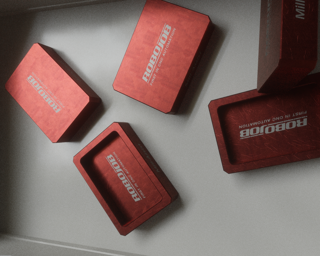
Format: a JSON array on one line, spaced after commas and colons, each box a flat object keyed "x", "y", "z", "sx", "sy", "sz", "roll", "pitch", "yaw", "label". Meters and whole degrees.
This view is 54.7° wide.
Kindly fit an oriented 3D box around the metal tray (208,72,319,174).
[{"x": 0.131, "y": -0.003, "z": 0.361, "sx": 0.130, "sy": 0.030, "sz": 0.090, "roll": -14, "pitch": 86, "yaw": 19, "label": "metal tray"}]

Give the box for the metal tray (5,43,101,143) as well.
[{"x": -0.162, "y": -0.052, "z": 0.463, "sx": 0.130, "sy": 0.030, "sz": 0.090, "roll": 45, "pitch": 103, "yaw": 14, "label": "metal tray"}]

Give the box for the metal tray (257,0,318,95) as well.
[{"x": 0.124, "y": -0.107, "z": 0.307, "sx": 0.030, "sy": 0.090, "sz": 0.129, "roll": 5, "pitch": 81, "yaw": 6, "label": "metal tray"}]

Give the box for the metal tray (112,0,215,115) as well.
[{"x": 0.003, "y": -0.093, "z": 0.406, "sx": 0.090, "sy": 0.030, "sz": 0.129, "roll": 26, "pitch": 98, "yaw": 17, "label": "metal tray"}]

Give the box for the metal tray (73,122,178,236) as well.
[{"x": -0.049, "y": 0.067, "z": 0.423, "sx": 0.090, "sy": 0.030, "sz": 0.130, "roll": -39, "pitch": 78, "yaw": 15, "label": "metal tray"}]
